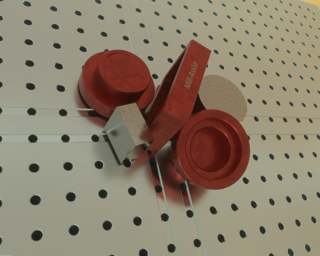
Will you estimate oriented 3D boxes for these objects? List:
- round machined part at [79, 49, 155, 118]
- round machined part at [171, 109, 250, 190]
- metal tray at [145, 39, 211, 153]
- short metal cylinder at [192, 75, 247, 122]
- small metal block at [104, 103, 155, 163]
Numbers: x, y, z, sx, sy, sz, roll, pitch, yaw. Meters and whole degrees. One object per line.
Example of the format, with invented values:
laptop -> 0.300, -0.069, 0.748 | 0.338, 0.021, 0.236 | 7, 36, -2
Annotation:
round machined part -> -0.051, -0.062, 0.402 | 0.099, 0.042, 0.098 | 14, 56, -21
round machined part -> 0.060, 0.028, 0.393 | 0.099, 0.042, 0.097 | 2, 82, -18
metal tray -> 0.018, -0.041, 0.396 | 0.030, 0.090, 0.130 | 29, 52, -10
short metal cylinder -> 0.077, -0.030, 0.447 | 0.081, 0.050, 0.080 | 14, 56, -21
small metal block -> -0.037, 0.006, 0.363 | 0.025, 0.050, 0.050 | -16, 71, -35
